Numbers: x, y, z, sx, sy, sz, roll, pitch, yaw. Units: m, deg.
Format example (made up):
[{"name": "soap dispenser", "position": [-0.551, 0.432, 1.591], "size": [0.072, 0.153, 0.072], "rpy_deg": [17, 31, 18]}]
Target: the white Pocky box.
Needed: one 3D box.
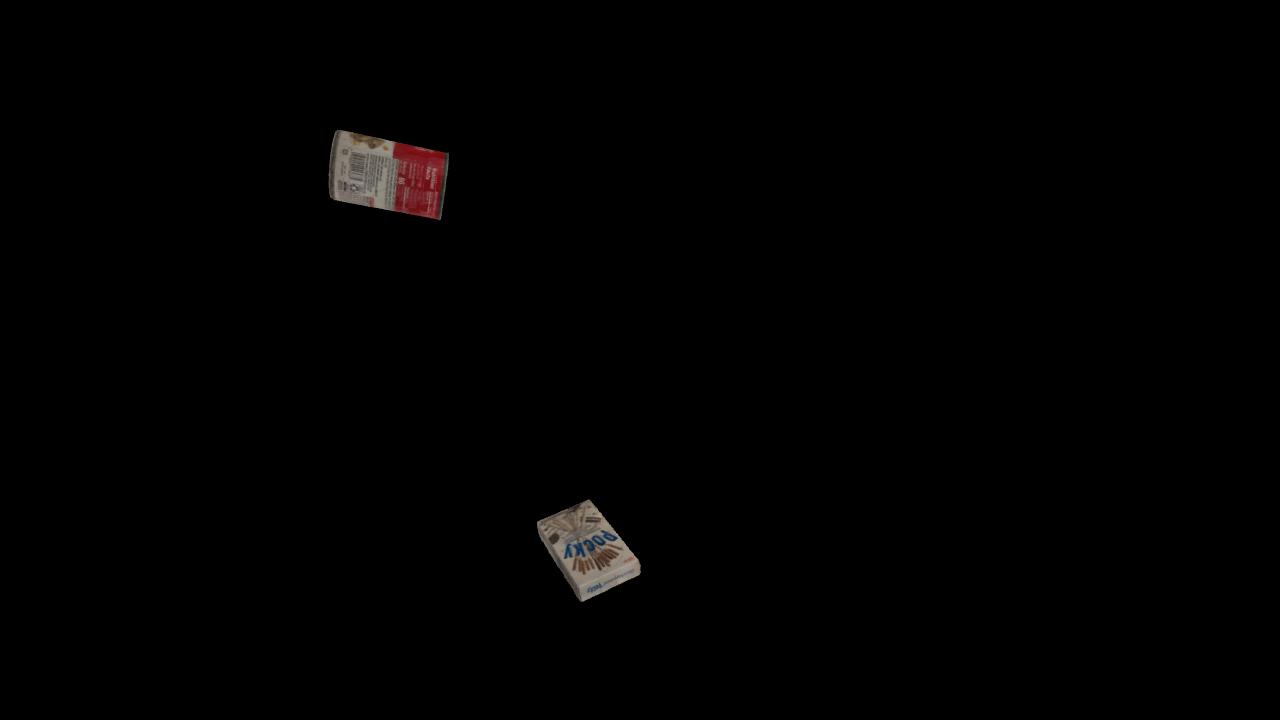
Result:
[{"name": "white Pocky box", "position": [-0.071, 0.243, 0.800], "size": [0.084, 0.028, 0.154], "rpy_deg": [-18, 25, -23]}]

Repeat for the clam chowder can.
[{"name": "clam chowder can", "position": [-0.245, -0.180, 0.604], "size": [0.102, 0.068, 0.068], "rpy_deg": [6, -2, -21]}]
